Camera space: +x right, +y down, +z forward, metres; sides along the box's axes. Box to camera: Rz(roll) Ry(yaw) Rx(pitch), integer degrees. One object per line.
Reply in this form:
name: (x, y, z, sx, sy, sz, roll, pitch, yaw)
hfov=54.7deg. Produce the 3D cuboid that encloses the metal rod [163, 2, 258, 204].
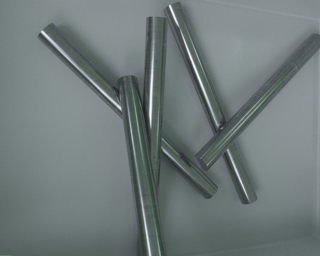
metal rod: (0.074, -0.029, 0.439, 0.025, 0.025, 0.299, -26, 99, -18)

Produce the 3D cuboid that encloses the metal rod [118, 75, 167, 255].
metal rod: (-0.014, 0.079, 0.325, 0.025, 0.025, 0.299, -2, 67, -20)

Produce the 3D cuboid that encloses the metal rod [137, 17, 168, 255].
metal rod: (-0.011, 0.020, 0.382, 0.025, 0.025, 0.298, 0, 100, -20)

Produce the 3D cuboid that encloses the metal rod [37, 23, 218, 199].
metal rod: (-0.031, -0.011, 0.399, 0.300, 0.025, 0.025, 45, 76, -15)

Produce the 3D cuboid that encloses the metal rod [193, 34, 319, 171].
metal rod: (0.154, -0.049, 0.451, 0.301, 0.025, 0.025, -43, 104, -22)
